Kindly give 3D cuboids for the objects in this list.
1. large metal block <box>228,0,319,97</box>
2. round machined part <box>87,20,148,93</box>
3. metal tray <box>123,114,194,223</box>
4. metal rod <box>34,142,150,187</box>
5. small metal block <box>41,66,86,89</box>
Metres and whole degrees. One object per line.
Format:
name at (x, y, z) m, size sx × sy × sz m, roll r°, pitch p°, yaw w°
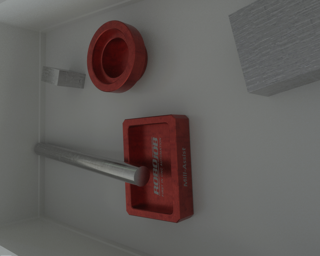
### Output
large metal block at (0.120, -0.081, 0.290) m, size 0.080 × 0.050 × 0.080 m, roll -18°, pitch 79°, yaw 38°
round machined part at (-0.056, -0.098, 0.440) m, size 0.098 × 0.042 × 0.097 m, roll 0°, pitch 90°, yaw 39°
metal tray at (-0.005, 0.050, 0.405) m, size 0.090 × 0.030 × 0.129 m, roll -4°, pitch 87°, yaw 39°
metal rod at (-0.124, 0.049, 0.482) m, size 0.300 × 0.025 × 0.025 m, roll 5°, pitch 93°, yaw 46°
small metal block at (-0.163, -0.085, 0.522) m, size 0.050 × 0.050 × 0.025 m, roll 19°, pitch 102°, yaw 38°
